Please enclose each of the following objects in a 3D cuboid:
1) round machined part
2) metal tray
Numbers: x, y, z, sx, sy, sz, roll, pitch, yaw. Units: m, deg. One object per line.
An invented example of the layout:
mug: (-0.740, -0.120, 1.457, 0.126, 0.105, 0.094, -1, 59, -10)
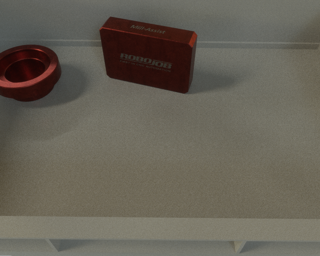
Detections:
round machined part: (-0.195, -0.077, 0.456, 0.099, 0.042, 0.098, 0, 50, 0)
metal tray: (-0.016, -0.104, 0.449, 0.131, 0.089, 0.030, 13, 52, 10)
